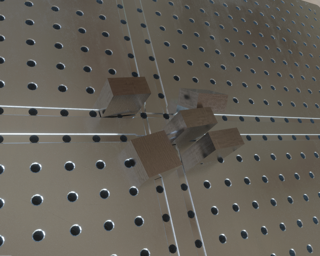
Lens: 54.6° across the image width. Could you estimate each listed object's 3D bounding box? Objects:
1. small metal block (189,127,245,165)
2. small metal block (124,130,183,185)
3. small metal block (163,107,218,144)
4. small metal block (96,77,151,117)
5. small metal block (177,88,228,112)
[{"bbox_3d":[0.075,0.025,0.417,0.050,0.050,0.025,-8,66,-31],"label":"small metal block"},{"bbox_3d":[-0.009,0.035,0.382,0.050,0.025,0.050,-16,70,-34],"label":"small metal block"},{"bbox_3d":[0.040,-0.003,0.415,0.050,0.050,0.025,-9,67,-32],"label":"small metal block"},{"bbox_3d":[-0.046,-0.039,0.390,0.050,0.050,0.025,-8,66,-32],"label":"small metal block"},{"bbox_3d":[0.061,-0.041,0.446,0.050,0.050,0.025,0,104,-28],"label":"small metal block"}]
